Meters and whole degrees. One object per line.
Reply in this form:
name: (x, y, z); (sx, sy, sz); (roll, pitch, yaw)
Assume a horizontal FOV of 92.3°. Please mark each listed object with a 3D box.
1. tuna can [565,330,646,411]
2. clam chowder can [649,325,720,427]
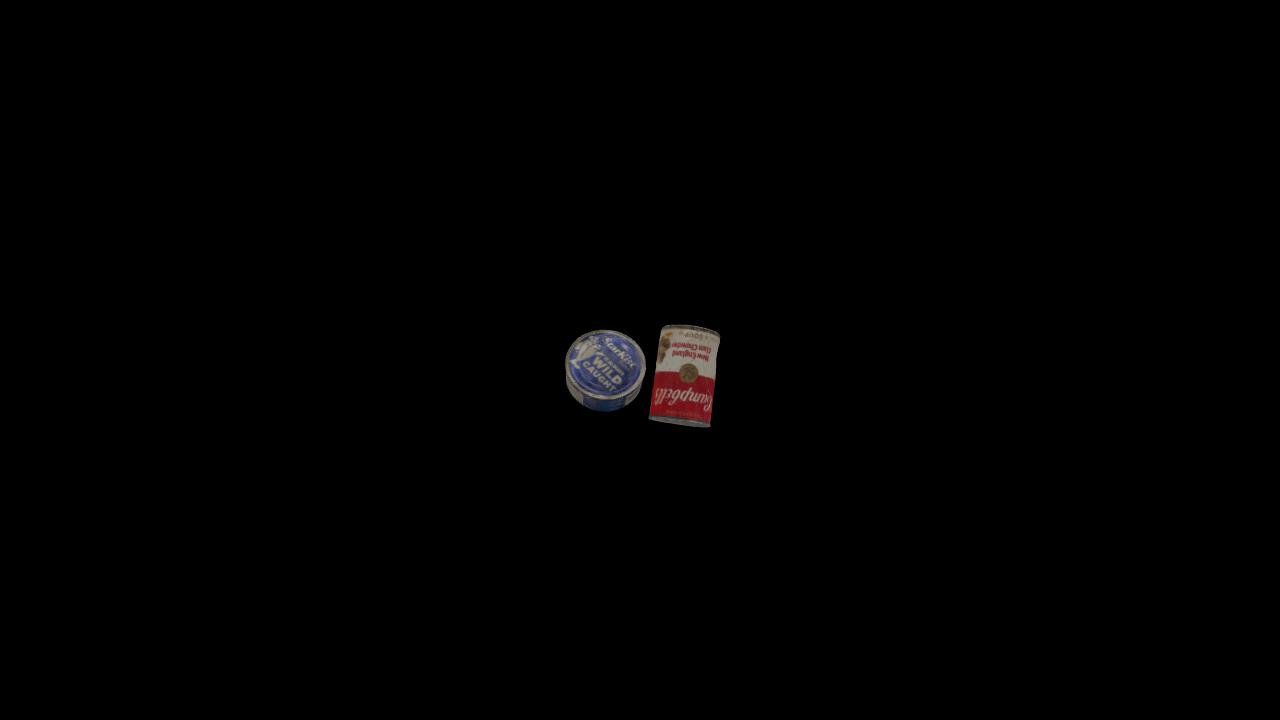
tuna can: (-0.037, 0.011, 0.649); (0.084, 0.084, 0.034); (0, -31, -7)
clam chowder can: (0.049, 0.018, 0.670); (0.068, 0.102, 0.068); (8, -10, 1)
